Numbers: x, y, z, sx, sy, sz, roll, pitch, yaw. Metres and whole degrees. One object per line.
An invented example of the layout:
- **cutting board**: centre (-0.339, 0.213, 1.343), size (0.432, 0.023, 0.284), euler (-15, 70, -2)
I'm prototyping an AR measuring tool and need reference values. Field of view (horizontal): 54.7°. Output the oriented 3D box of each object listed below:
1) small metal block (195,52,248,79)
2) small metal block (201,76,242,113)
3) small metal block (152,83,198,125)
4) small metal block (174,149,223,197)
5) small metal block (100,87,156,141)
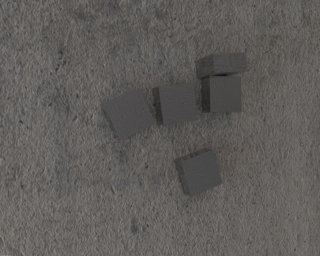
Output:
- **small metal block**: centre (0.083, -0.086, 0.426), size (0.050, 0.050, 0.025), euler (-7, 93, -20)
- **small metal block**: centre (0.087, -0.047, 0.441), size (0.050, 0.025, 0.050), euler (-2, 91, -20)
- **small metal block**: centre (0.020, -0.032, 0.416), size (0.050, 0.025, 0.050), euler (-9, 93, -20)
- **small metal block**: centre (0.053, 0.060, 0.429), size (0.050, 0.025, 0.050), euler (-19, 97, -19)
- **small metal block**: centre (-0.041, -0.018, 0.394), size (0.050, 0.025, 0.050), euler (-26, 99, -18)
